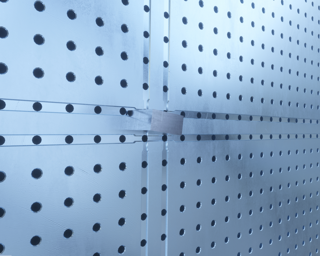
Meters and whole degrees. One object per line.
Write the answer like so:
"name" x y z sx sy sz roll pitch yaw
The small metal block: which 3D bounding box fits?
"small metal block" -0.007 -0.006 0.389 0.050 0.050 0.025 10 84 -40
